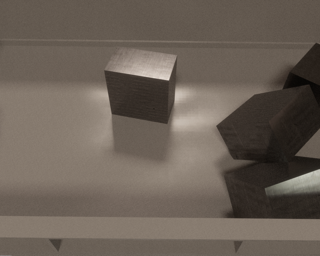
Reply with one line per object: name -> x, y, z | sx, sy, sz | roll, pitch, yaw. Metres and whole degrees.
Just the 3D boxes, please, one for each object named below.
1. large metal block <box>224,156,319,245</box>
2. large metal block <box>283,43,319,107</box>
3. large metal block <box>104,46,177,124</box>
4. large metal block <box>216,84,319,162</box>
large metal block -> 0.123, 0.065, 0.308 | 0.081, 0.080, 0.050 | -15, 93, -13
large metal block -> 0.203, -0.054, 0.417 | 0.050, 0.080, 0.080 | 33, 57, 24
large metal block -> -0.023, -0.056, 0.416 | 0.080, 0.080, 0.050 | 10, 51, 8
large metal block -> 0.130, -0.005, 0.367 | 0.080, 0.050, 0.080 | -36, 15, -27
